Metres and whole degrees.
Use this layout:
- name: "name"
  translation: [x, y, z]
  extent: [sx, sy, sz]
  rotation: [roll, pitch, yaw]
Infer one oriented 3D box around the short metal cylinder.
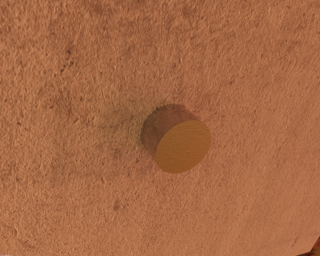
- name: "short metal cylinder"
  translation: [0.021, 0.014, 0.414]
  extent: [0.081, 0.050, 0.079]
  rotation: [-14, 125, -21]
